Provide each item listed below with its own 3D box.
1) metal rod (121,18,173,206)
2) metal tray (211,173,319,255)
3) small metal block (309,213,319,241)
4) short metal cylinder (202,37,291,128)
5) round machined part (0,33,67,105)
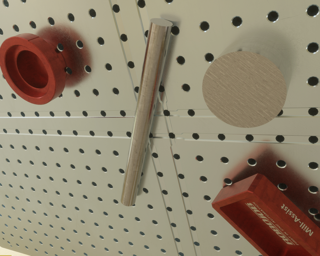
[{"bbox_3d":[-0.026,0.002,0.425,0.025,0.025,0.298,23,127,14],"label":"metal rod"},{"bbox_3d":[0.139,0.122,0.389,0.130,0.030,0.090,44,147,1],"label":"metal tray"},{"bbox_3d":[0.217,0.127,0.375,0.050,0.025,0.050,46,129,-5],"label":"small metal block"},{"bbox_3d":[0.090,-0.047,0.319,0.080,0.050,0.079,13,124,21],"label":"short metal cylinder"},{"bbox_3d":[-0.173,-0.086,0.439,0.098,0.042,0.097,13,124,21],"label":"round machined part"}]
